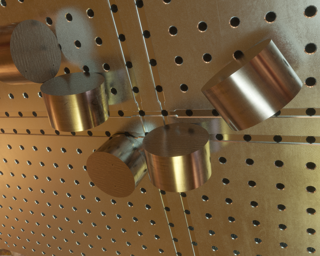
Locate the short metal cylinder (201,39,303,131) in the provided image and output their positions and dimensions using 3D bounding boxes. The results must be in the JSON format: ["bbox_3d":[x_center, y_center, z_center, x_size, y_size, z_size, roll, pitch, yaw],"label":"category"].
[{"bbox_3d":[0.088,-0.042,0.303,0.080,0.080,0.050,-33,100,38],"label":"short metal cylinder"}]

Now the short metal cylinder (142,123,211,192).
[{"bbox_3d":[0.022,0.034,0.384,0.080,0.080,0.050,5,121,25],"label":"short metal cylinder"}]

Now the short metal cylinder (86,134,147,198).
[{"bbox_3d":[-0.061,0.056,0.459,0.080,0.050,0.079,13,124,20],"label":"short metal cylinder"}]

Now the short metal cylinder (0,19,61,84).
[{"bbox_3d":[-0.178,-0.098,0.407,0.050,0.080,0.079,2,119,27],"label":"short metal cylinder"}]

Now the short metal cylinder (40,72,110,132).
[{"bbox_3d":[-0.110,-0.037,0.409,0.080,0.080,0.050,10,123,22],"label":"short metal cylinder"}]
